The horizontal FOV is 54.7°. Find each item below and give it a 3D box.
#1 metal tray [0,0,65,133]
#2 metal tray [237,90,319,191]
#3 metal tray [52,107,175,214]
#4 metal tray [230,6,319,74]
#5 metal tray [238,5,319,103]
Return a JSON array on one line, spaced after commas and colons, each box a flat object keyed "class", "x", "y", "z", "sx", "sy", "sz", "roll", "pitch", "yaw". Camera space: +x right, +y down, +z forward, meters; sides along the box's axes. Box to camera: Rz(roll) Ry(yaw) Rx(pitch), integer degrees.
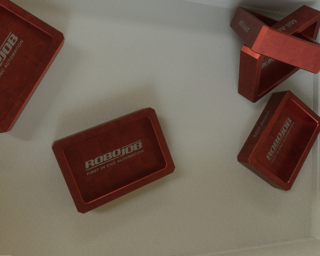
[{"class": "metal tray", "x": -0.178, "y": -0.070, "z": 0.341, "sx": 0.090, "sy": 0.030, "sz": 0.130, "roll": 31, "pitch": 80, "yaw": -18}, {"class": "metal tray", "x": 0.188, "y": 0.019, "z": 0.479, "sx": 0.090, "sy": 0.030, "sz": 0.130, "roll": 36, "pitch": 78, "yaw": -17}, {"class": "metal tray", "x": -0.056, "y": 0.037, "z": 0.388, "sx": 0.131, "sy": 0.030, "sz": 0.090, "roll": -22, "pitch": 98, "yaw": -19}, {"class": "metal tray", "x": 0.151, "y": -0.120, "z": 0.408, "sx": 0.091, "sy": 0.130, "sz": 0.030, "roll": 16, "pitch": 119, "yaw": -10}, {"class": "metal tray", "x": 0.170, "y": -0.105, "z": 0.444, "sx": 0.131, "sy": 0.030, "sz": 0.090, "roll": -35, "pitch": 144, "yaw": -17}]
